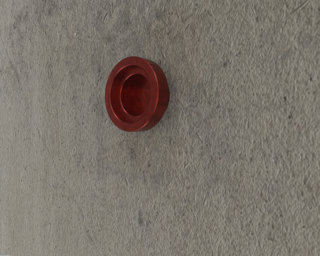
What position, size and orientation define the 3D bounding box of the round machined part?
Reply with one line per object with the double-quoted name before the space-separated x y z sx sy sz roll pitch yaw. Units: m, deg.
"round machined part" -0.026 -0.044 0.416 0.098 0.042 0.097 0 90 40
